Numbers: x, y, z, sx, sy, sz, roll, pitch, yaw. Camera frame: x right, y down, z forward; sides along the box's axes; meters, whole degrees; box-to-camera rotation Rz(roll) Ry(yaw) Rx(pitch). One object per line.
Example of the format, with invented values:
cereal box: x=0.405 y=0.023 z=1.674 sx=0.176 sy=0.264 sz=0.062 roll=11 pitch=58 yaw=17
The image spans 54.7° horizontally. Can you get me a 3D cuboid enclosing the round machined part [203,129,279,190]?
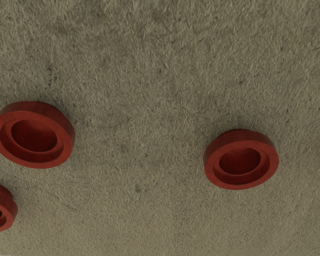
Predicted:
round machined part: x=0.109 y=0.039 z=0.430 sx=0.099 sy=0.042 sz=0.097 roll=0 pitch=130 yaw=0

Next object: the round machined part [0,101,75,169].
round machined part: x=-0.158 y=0.005 z=0.398 sx=0.099 sy=0.042 sz=0.097 roll=0 pitch=130 yaw=0

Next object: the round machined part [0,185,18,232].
round machined part: x=-0.280 y=0.123 z=0.498 sx=0.099 sy=0.042 sz=0.097 roll=0 pitch=130 yaw=0
